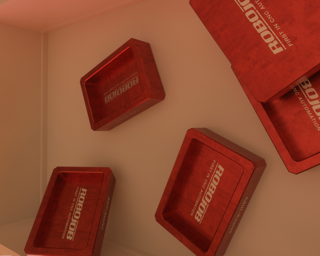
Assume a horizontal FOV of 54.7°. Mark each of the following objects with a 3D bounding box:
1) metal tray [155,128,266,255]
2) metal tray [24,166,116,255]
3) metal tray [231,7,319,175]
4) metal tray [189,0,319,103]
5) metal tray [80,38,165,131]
[{"bbox_3d":[0.053,0.075,0.359,0.090,0.030,0.129,31,109,35],"label":"metal tray"},{"bbox_3d":[-0.119,0.117,0.432,0.090,0.030,0.130,0,50,8],"label":"metal tray"},{"bbox_3d":[0.136,-0.033,0.291,0.090,0.030,0.130,-36,68,34],"label":"metal tray"},{"bbox_3d":[0.094,-0.099,0.277,0.090,0.030,0.130,-41,73,39],"label":"metal tray"},{"bbox_3d":[-0.060,-0.058,0.452,0.130,0.030,0.090,-27,73,37],"label":"metal tray"}]
